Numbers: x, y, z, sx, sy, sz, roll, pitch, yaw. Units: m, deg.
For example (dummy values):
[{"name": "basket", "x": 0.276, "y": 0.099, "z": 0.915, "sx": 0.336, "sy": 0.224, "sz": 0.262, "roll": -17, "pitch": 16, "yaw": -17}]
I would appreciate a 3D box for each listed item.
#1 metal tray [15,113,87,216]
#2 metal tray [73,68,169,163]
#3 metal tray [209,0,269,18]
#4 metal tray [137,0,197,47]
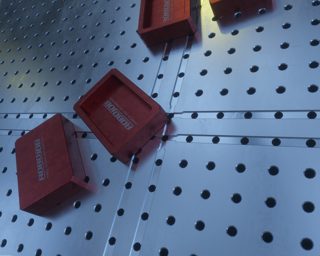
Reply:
[{"name": "metal tray", "x": -0.165, "y": 0.050, "z": 0.459, "sx": 0.090, "sy": 0.030, "sz": 0.130, "roll": -31, "pitch": 52, "yaw": 7}, {"name": "metal tray", "x": -0.060, "y": -0.023, "z": 0.448, "sx": 0.090, "sy": 0.030, "sz": 0.130, "roll": -45, "pitch": 51, "yaw": -3}, {"name": "metal tray", "x": 0.120, "y": -0.241, "z": 0.489, "sx": 0.090, "sy": 0.030, "sz": 0.130, "roll": -14, "pitch": 56, "yaw": 20}, {"name": "metal tray", "x": 0.013, "y": -0.205, "z": 0.522, "sx": 0.090, "sy": 0.030, "sz": 0.130, "roll": -11, "pitch": 57, "yaw": 22}]
